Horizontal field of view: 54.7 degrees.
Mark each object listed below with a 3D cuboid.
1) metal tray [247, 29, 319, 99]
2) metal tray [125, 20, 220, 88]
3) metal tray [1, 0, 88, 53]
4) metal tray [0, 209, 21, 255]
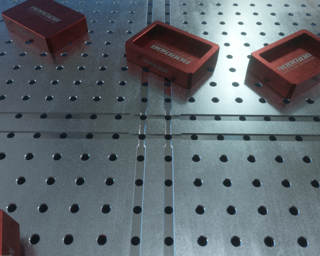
[{"bbox_3d":[0.219,-0.106,0.496,0.131,0.030,0.090,-27,55,-22],"label":"metal tray"},{"bbox_3d":[0.019,-0.125,0.509,0.130,0.030,0.090,30,56,22],"label":"metal tray"},{"bbox_3d":[-0.208,-0.193,0.564,0.130,0.030,0.090,31,56,23],"label":"metal tray"},{"bbox_3d":[-0.164,0.141,0.253,0.090,0.030,0.130,-27,41,-6],"label":"metal tray"}]
